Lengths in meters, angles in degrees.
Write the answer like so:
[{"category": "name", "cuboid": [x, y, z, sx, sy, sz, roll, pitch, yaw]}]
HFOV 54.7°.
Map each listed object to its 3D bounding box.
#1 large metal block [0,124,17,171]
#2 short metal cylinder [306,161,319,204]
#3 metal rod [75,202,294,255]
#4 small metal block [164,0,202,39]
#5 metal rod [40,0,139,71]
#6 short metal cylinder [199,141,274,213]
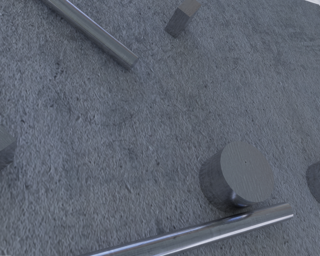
[{"category": "large metal block", "cuboid": [-0.191, 0.017, 0.274, 0.080, 0.050, 0.080, 44, 51, 2]}, {"category": "short metal cylinder", "cuboid": [0.281, 0.084, 0.487, 0.081, 0.050, 0.080, 14, 56, -21]}, {"category": "metal rod", "cuboid": [0.042, 0.123, 0.351, 0.303, 0.025, 0.025, -4, 64, -30]}, {"category": "small metal block", "cuboid": [0.038, -0.186, 0.522, 0.025, 0.050, 0.050, 38, 51, -3]}, {"category": "metal rod", "cuboid": [-0.154, -0.184, 0.432, 0.300, 0.025, 0.025, 38, 51, -2]}, {"category": "short metal cylinder", "cuboid": [0.098, 0.064, 0.402, 0.081, 0.050, 0.080, 14, 56, -21]}]
